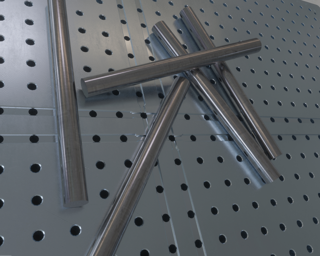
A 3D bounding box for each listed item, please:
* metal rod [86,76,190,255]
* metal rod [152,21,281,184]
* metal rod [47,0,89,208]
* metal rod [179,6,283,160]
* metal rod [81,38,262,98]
[{"bbox_3d":[-0.018,0.039,0.373,0.025,0.025,0.301,32,52,-8],"label":"metal rod"},{"bbox_3d":[0.081,-0.046,0.478,0.025,0.025,0.299,-27,76,-37],"label":"metal rod"},{"bbox_3d":[-0.117,-0.055,0.378,0.025,0.025,0.299,1,61,-28],"label":"metal rod"},{"bbox_3d":[0.111,-0.082,0.517,0.025,0.025,0.299,-15,70,-34],"label":"metal rod"},{"bbox_3d":[0.033,-0.095,0.455,0.302,0.025,0.025,-19,72,-26],"label":"metal rod"}]
